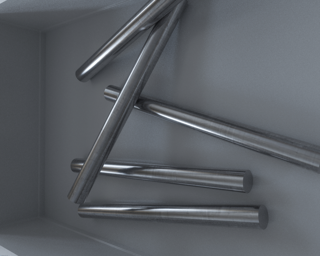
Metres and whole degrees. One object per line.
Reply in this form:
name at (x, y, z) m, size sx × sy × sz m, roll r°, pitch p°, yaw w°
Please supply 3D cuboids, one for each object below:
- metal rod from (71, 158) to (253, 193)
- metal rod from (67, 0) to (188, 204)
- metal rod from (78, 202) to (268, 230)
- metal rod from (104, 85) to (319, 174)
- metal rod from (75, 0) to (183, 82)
metal rod at (-0.023, 0.060, 0.423) m, size 0.300 × 0.025 × 0.025 m, roll -1°, pitch 89°, yaw 39°
metal rod at (-0.046, -0.032, 0.407) m, size 0.025 × 0.025 × 0.299 m, roll 34°, pitch 100°, yaw 34°
metal rod at (-0.009, 0.113, 0.411) m, size 0.300 × 0.025 × 0.025 m, roll -11°, pitch 83°, yaw 39°
metal rod at (0.038, -0.011, 0.374) m, size 0.300 × 0.025 × 0.025 m, roll 20°, pitch 103°, yaw 37°
metal rod at (-0.034, -0.128, 0.400) m, size 0.299 × 0.025 × 0.025 m, roll -24°, pitch 75°, yaw 47°
